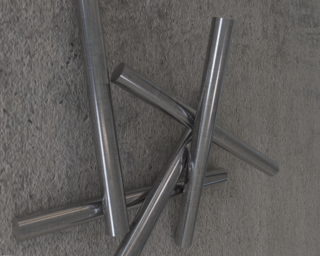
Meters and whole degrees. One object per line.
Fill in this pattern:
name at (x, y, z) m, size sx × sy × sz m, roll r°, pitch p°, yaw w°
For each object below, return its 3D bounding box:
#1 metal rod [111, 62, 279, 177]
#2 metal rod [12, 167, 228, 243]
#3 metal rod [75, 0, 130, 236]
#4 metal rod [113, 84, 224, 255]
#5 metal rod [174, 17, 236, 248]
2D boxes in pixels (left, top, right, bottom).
metal rod at (0.066, 0.003, 0.410) m, size 0.301 × 0.025 × 0.025 m, roll 29°, pitch 72°, yaw -32°
metal rod at (-0.020, 0.085, 0.388) m, size 0.302 × 0.025 × 0.025 m, roll -5°, pitch 94°, yaw -40°
metal rod at (-0.065, -0.037, 0.332) m, size 0.025 × 0.025 × 0.298 m, roll -7°, pitch 89°, yaw -40°
metal rod at (0.020, 0.047, 0.396) m, size 0.025 × 0.025 × 0.301 m, roll 52°, pitch 52°, yaw -28°
metal rod at (0.050, 0.022, 0.381) m, size 0.025 × 0.025 × 0.298 m, roll -11°, pitch 118°, yaw -39°
